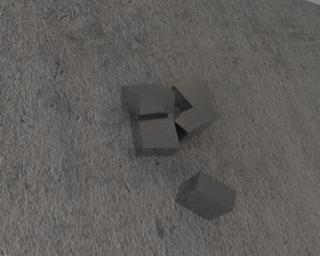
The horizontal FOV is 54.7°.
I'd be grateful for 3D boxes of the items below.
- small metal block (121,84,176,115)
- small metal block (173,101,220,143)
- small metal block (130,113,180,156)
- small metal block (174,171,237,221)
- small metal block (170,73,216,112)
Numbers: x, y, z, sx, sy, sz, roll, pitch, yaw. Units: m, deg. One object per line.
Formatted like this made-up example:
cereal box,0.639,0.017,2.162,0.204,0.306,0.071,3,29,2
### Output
small metal block,-0.016,-0.039,0.401,0.050,0.025,0.050,-9,24,-32
small metal block,0.044,-0.006,0.415,0.050,0.050,0.025,-23,75,-36
small metal block,-0.007,0.008,0.395,0.050,0.025,0.050,2,61,-27
small metal block,0.053,0.081,0.366,0.050,0.050,0.025,31,52,-9
small metal block,0.046,-0.047,0.457,0.050,0.025,0.050,49,51,6
